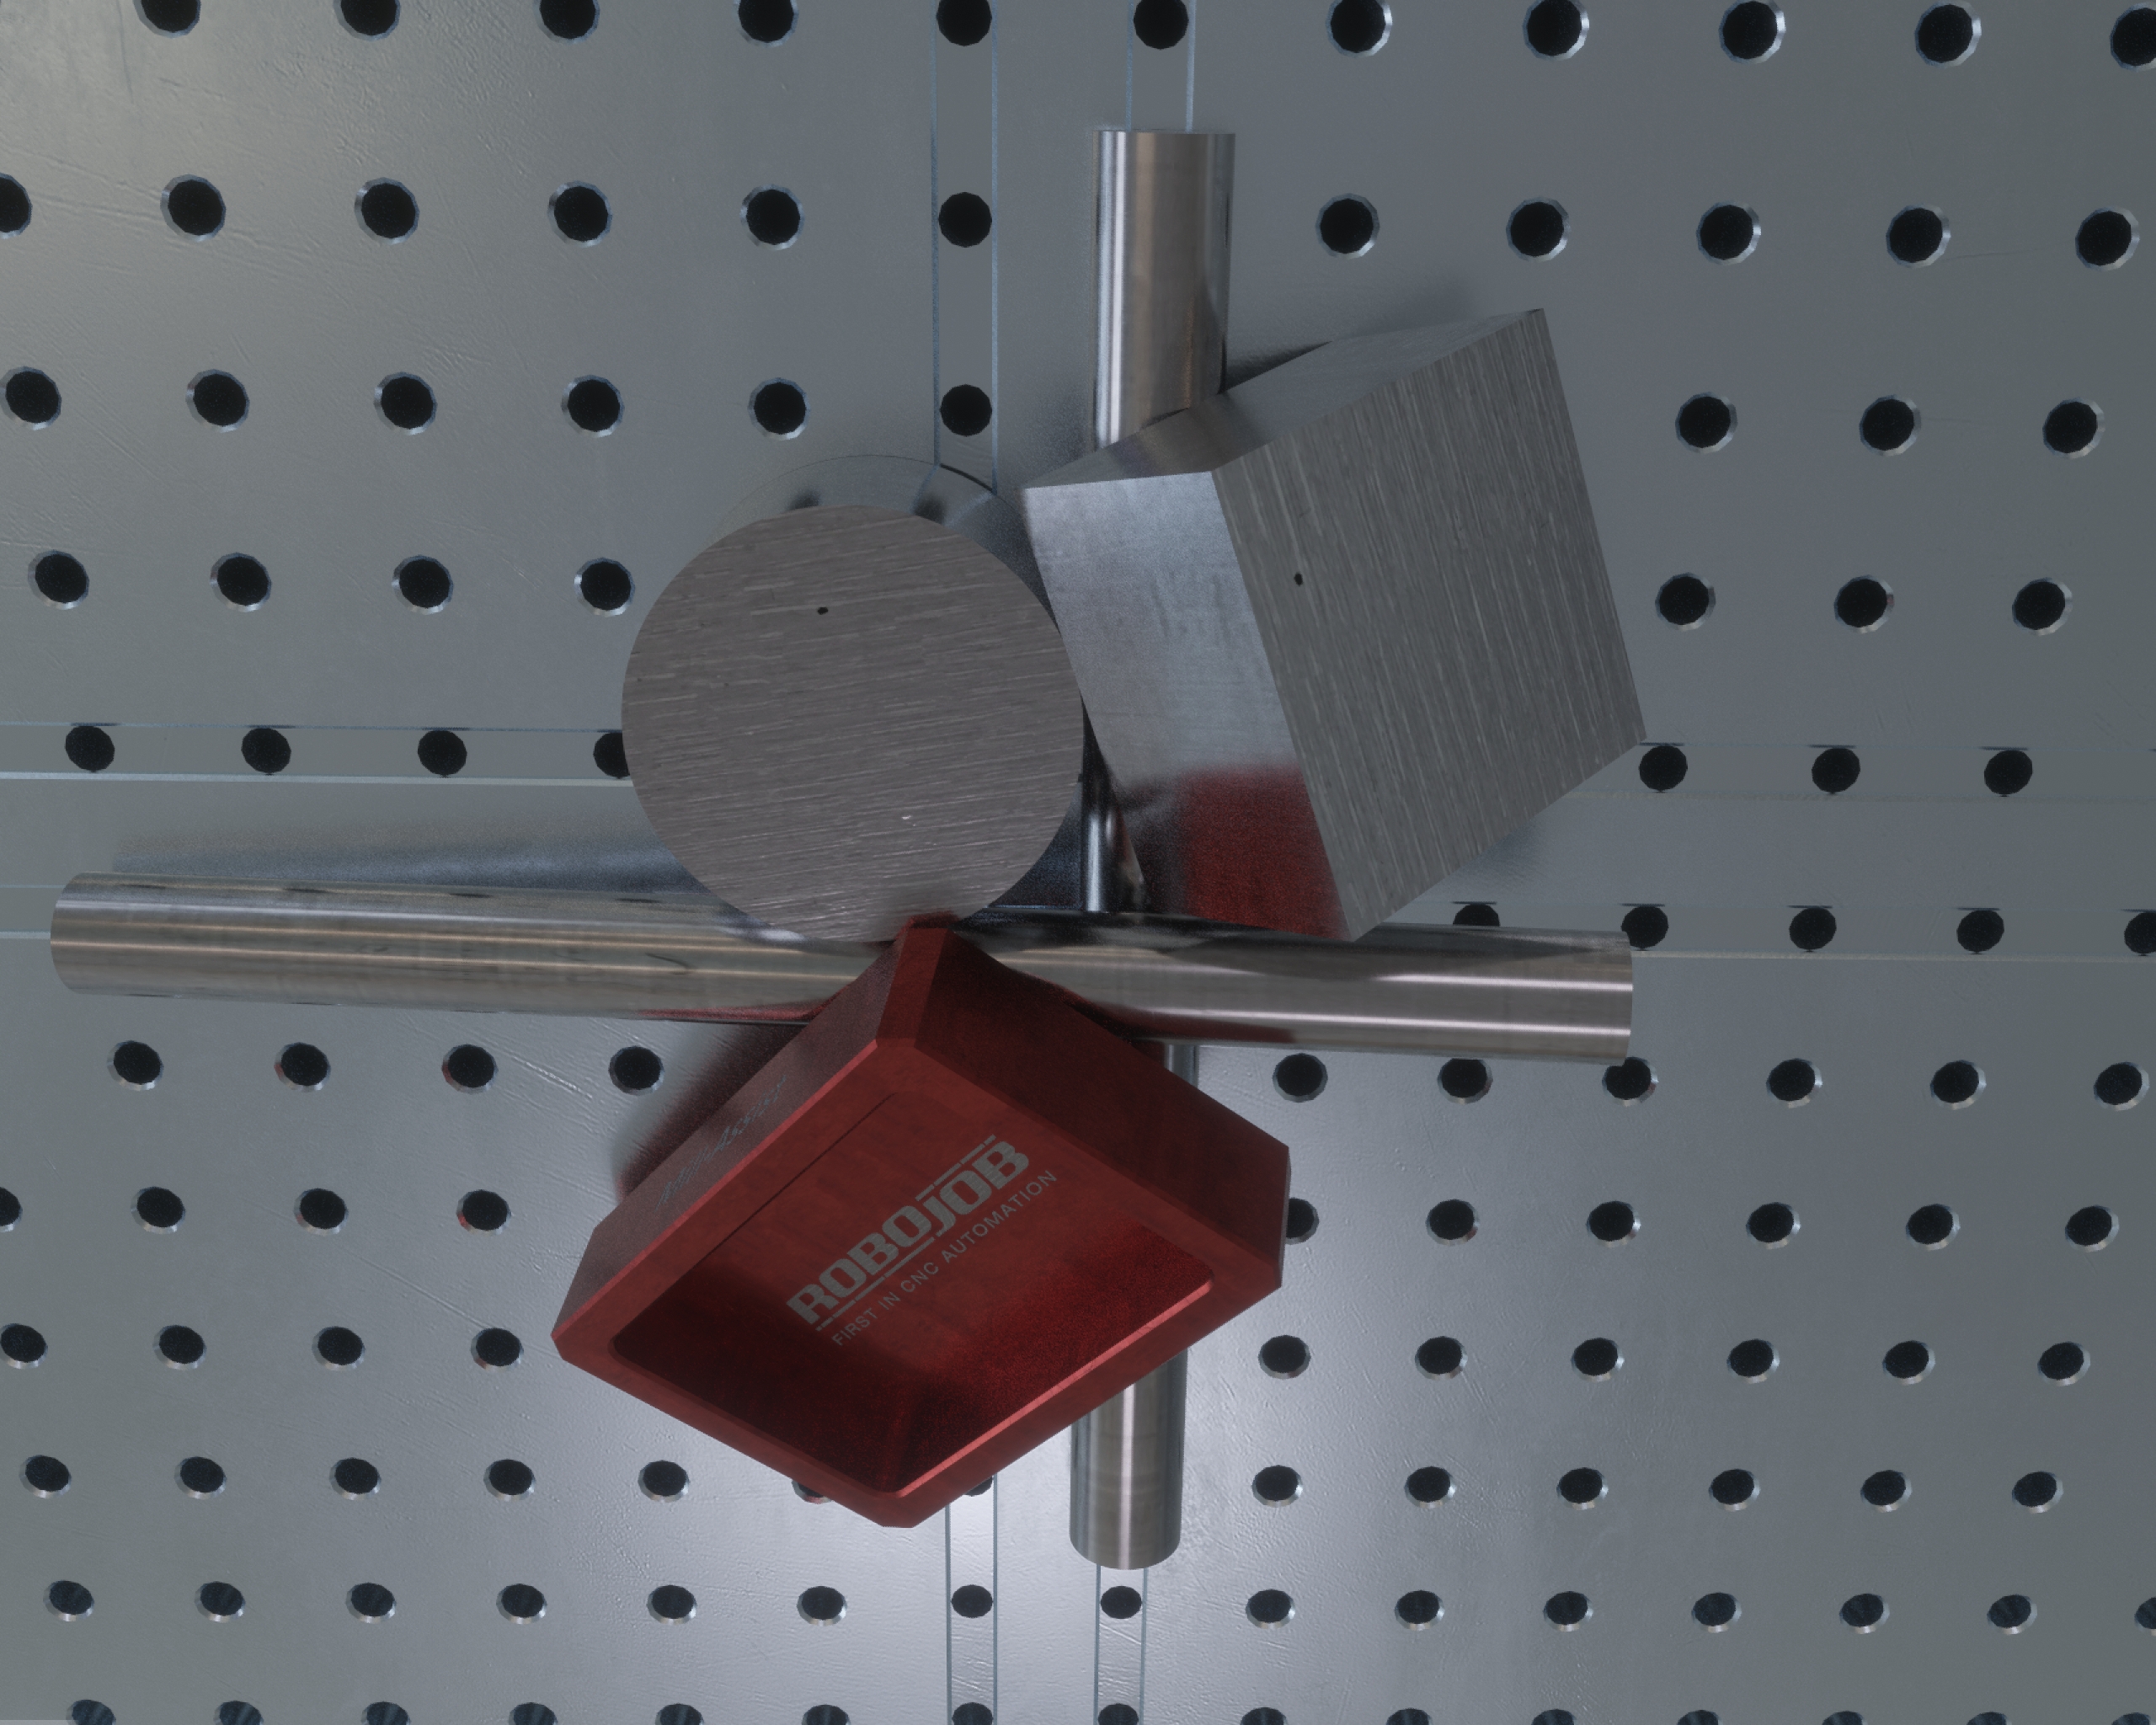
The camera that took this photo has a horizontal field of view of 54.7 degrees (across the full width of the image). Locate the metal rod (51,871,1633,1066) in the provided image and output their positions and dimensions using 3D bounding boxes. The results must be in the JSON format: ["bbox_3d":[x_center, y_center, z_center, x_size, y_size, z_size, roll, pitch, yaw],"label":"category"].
[{"bbox_3d":[-0.049,0.020,0.402,0.302,0.025,0.025,2,110,6],"label":"metal rod"}]

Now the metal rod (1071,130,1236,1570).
[{"bbox_3d":[0.013,0.011,0.417,0.025,0.025,0.298,1,110,-1],"label":"metal rod"}]

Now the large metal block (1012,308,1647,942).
[{"bbox_3d":[0.046,-0.042,0.364,0.081,0.050,0.080,-31,113,-31],"label":"large metal block"}]

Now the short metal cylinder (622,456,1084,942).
[{"bbox_3d":[-0.039,-0.032,0.388,0.081,0.050,0.079,0,110,0],"label":"short metal cylinder"}]

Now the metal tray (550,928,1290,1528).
[{"bbox_3d":[-0.033,0.077,0.411,0.090,0.030,0.129,34,127,-18],"label":"metal tray"}]
